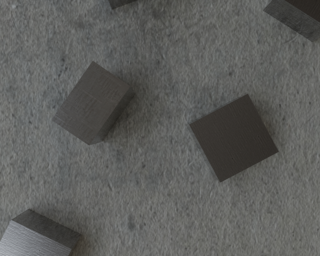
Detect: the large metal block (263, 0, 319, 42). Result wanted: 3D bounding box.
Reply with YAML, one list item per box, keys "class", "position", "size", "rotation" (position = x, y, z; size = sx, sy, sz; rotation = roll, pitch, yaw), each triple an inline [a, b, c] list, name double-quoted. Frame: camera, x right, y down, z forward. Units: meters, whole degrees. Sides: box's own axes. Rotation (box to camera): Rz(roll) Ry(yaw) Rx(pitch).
- class: "large metal block"
  position: [0.197, -0.173, 0.400]
  size: [0.080, 0.050, 0.080]
  rotation: [32, 90, -1]

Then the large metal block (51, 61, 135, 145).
- class: "large metal block"
  position: [-0.076, -0.028, 0.381]
  size: [0.050, 0.080, 0.080]
  rotation: [35, 90, -1]

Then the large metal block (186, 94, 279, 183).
- class: "large metal block"
  position: [0.089, 0.012, 0.399]
  size: [0.080, 0.050, 0.080]
  rotation: [-28, 90, 0]

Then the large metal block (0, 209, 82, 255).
- class: "large metal block"
  position: [-0.160, 0.163, 0.396]
  size: [0.080, 0.050, 0.080]
  rotation: [26, 90, -1]

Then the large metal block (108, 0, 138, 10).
- class: "large metal block"
  position: [-0.036, -0.198, 0.382]
  size: [0.080, 0.080, 0.050]
  rotation: [-20, 90, 0]
